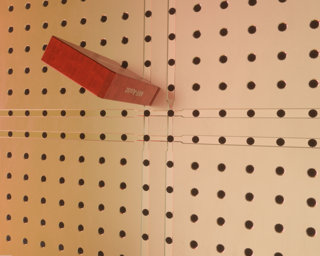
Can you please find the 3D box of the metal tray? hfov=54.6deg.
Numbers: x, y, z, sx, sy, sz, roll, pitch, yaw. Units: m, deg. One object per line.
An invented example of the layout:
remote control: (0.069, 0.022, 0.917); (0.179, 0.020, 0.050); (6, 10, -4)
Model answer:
metal tray: (-0.066, -0.065, 0.381); (0.090, 0.130, 0.030); (32, 101, 17)
